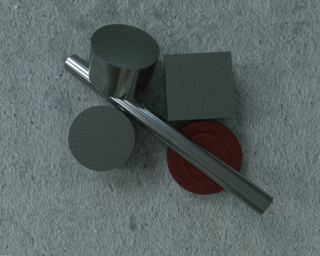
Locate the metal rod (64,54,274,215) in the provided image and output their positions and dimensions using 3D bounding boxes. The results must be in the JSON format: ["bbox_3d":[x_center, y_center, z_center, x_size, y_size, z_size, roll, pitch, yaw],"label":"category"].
[{"bbox_3d":[0.001,0.000,0.377,0.300,0.025,0.025,36,90,13],"label":"metal rod"}]

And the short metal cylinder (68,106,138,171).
[{"bbox_3d":[-0.071,0.012,0.399,0.081,0.050,0.080,0,90,0],"label":"short metal cylinder"}]

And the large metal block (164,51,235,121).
[{"bbox_3d":[0.048,-0.051,0.397,0.081,0.050,0.080,-3,90,0],"label":"large metal block"}]

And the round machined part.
[{"bbox_3d":[0.058,0.038,0.402,0.099,0.042,0.097,0,90,0],"label":"round machined part"}]

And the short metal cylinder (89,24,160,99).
[{"bbox_3d":[-0.045,-0.082,0.379,0.081,0.050,0.080,9,51,-11],"label":"short metal cylinder"}]
